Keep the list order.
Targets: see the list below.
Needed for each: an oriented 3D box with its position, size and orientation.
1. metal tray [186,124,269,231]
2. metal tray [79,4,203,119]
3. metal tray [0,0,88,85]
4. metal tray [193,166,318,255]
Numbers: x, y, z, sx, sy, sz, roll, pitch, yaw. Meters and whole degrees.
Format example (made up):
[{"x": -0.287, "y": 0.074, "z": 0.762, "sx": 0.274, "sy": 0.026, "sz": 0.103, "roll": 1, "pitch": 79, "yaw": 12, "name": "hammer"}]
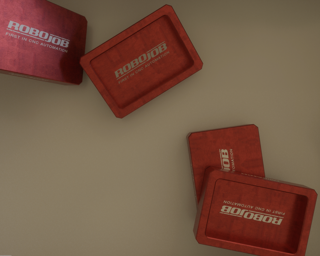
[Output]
[{"x": 0.089, "y": 0.064, "z": 0.409, "sx": 0.091, "sy": 0.030, "sz": 0.129, "roll": -8, "pitch": 90, "yaw": 0, "name": "metal tray"}, {"x": -0.023, "y": -0.083, "z": 0.396, "sx": 0.130, "sy": 0.030, "sz": 0.090, "roll": -32, "pitch": 107, "yaw": 0, "name": "metal tray"}, {"x": -0.148, "y": -0.104, "z": 0.361, "sx": 0.030, "sy": 0.131, "sz": 0.089, "roll": 5, "pitch": 90, "yaw": 36, "name": "metal tray"}, {"x": 0.114, "y": 0.104, "z": 0.379, "sx": 0.131, "sy": 0.030, "sz": 0.089, "roll": 12, "pitch": 90, "yaw": -1, "name": "metal tray"}]
